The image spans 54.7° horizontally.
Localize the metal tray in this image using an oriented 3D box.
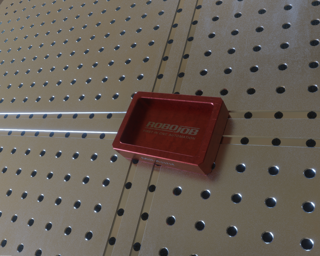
[{"bbox_3d":[0.012,0.002,0.396,0.130,0.030,0.090,8,66,31],"label":"metal tray"}]
